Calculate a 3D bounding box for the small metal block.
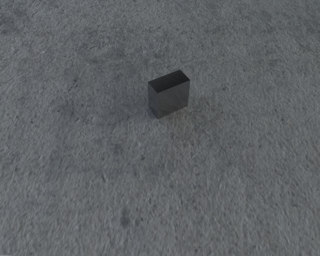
[{"bbox_3d":[0.012,-0.046,0.426,0.050,0.050,0.025,-24,55,-19],"label":"small metal block"}]
